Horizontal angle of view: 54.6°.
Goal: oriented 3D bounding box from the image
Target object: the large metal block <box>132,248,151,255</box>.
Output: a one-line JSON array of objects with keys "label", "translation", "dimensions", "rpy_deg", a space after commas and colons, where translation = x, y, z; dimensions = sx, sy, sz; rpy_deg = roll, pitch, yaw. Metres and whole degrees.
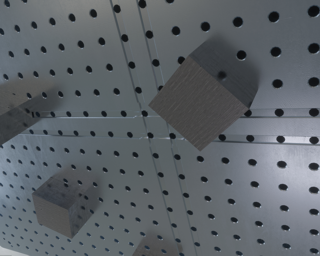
[{"label": "large metal block", "translation": [-0.027, 0.288, 0.588], "dimensions": [0.080, 0.050, 0.079], "rpy_deg": [24, 127, 13]}]

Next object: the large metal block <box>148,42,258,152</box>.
[{"label": "large metal block", "translation": [0.048, -0.034, 0.349], "dimensions": [0.080, 0.050, 0.080], "rpy_deg": [42, 129, -1]}]

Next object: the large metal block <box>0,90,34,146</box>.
[{"label": "large metal block", "translation": [-0.272, -0.019, 0.508], "dimensions": [0.080, 0.080, 0.050], "rpy_deg": [18, 126, 17]}]

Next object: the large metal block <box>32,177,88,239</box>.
[{"label": "large metal block", "translation": [-0.188, 0.151, 0.589], "dimensions": [0.080, 0.050, 0.079], "rpy_deg": [17, 125, 18]}]
